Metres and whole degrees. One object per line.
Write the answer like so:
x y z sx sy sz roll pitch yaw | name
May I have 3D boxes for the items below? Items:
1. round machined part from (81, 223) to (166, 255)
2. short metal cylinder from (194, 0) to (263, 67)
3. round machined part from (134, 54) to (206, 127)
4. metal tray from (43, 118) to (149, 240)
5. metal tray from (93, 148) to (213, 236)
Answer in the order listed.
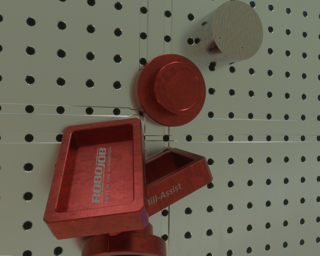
-0.042 0.140 0.370 0.099 0.097 0.042 12 50 -20 | round machined part
0.096 -0.130 0.436 0.081 0.050 0.079 0 90 -20 | short metal cylinder
0.018 -0.050 0.411 0.099 0.042 0.097 0 90 -20 | round machined part
-0.061 0.046 0.327 0.091 0.130 0.030 -7 131 0 | metal tray
-0.015 0.069 0.372 0.131 0.090 0.030 -25 103 -19 | metal tray
